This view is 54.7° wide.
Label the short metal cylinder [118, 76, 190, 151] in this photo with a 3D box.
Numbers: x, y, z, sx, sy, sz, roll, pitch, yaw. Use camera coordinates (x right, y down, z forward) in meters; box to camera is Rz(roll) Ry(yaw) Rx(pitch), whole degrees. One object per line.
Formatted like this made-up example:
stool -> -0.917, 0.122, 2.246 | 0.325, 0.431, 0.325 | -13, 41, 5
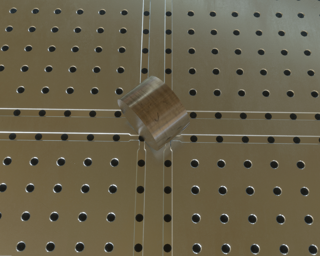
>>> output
short metal cylinder -> -0.008, -0.018, 0.388 | 0.050, 0.080, 0.080 | -39, 75, -13
